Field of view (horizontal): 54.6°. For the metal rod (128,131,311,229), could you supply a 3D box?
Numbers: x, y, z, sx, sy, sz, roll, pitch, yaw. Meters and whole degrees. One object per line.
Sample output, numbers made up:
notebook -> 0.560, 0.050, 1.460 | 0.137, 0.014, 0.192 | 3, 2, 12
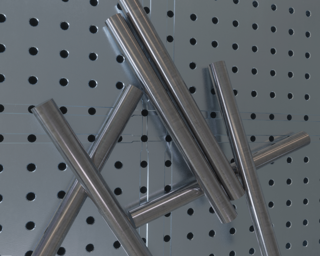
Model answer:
metal rod -> 0.097, 0.067, 0.448 | 0.302, 0.025, 0.025 | -21, 97, -19

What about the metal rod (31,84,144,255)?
metal rod -> -0.101, 0.081, 0.375 | 0.025, 0.025, 0.300 | 31, 80, -18

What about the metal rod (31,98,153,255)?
metal rod -> -0.057, 0.100, 0.370 | 0.025, 0.025, 0.299 | -34, 109, -17

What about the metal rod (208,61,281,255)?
metal rod -> 0.118, 0.052, 0.429 | 0.025, 0.025, 0.299 | -13, 85, -20

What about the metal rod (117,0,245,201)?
metal rod -> 0.030, -0.038, 0.408 | 0.025, 0.025, 0.299 | -31, 95, -17

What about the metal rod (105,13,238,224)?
metal rod -> 0.017, -0.009, 0.402 | 0.025, 0.025, 0.299 | -32, 95, -17
